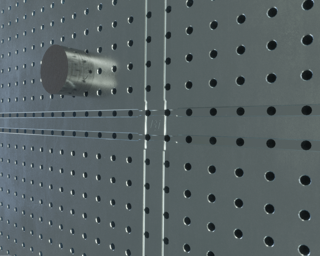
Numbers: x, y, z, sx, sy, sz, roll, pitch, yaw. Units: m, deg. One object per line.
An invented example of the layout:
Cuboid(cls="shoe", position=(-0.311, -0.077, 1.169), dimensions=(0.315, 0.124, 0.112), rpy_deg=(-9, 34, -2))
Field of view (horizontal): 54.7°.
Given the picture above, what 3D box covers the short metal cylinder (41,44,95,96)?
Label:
Cuboid(cls="short metal cylinder", position=(-0.155, -0.094, 0.518), dimensions=(0.080, 0.050, 0.079), rpy_deg=(0, 90, 39))
